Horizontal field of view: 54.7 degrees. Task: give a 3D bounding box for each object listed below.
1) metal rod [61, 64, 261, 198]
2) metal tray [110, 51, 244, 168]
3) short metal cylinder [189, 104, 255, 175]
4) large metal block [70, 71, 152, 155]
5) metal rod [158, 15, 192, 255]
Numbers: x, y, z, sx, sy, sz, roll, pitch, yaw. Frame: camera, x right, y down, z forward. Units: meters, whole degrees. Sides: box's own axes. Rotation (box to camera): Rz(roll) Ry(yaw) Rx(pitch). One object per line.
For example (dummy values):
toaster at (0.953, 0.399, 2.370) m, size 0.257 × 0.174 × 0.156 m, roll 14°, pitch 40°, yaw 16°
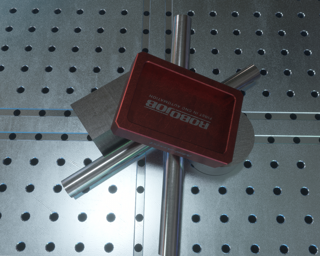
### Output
metal rod at (0.010, -0.002, 0.413) m, size 0.301 × 0.025 × 0.025 m, roll -32°, pitch 74°, yaw -12°
metal tray at (0.022, -0.018, 0.341) m, size 0.131 × 0.030 × 0.090 m, roll 19°, pitch 70°, yaw -13°
short metal cylinder at (0.072, 0.016, 0.392) m, size 0.081 × 0.050 × 0.080 m, roll 0°, pitch 70°, yaw 0°
large metal block at (-0.054, -0.014, 0.386) m, size 0.080 × 0.080 × 0.050 m, roll -32°, pitch 74°, yaw -11°
metal rod at (0.020, 0.000, 0.388) m, size 0.025 × 0.025 × 0.299 m, roll 4°, pitch 79°, yaw 1°
